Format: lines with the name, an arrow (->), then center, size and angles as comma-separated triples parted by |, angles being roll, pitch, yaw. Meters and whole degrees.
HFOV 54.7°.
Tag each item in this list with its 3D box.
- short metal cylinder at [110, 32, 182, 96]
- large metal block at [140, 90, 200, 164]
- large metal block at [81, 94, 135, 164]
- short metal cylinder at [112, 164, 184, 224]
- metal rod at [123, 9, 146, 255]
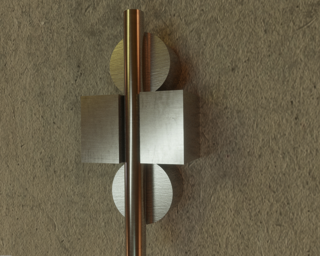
short metal cylinder -> -0.017, -0.078, 0.403 | 0.080, 0.050, 0.080 | 0, 89, 20
large metal block -> 0.015, -0.001, 0.375 | 0.050, 0.080, 0.080 | -1, 90, 20
large metal block -> -0.057, 0.001, 0.401 | 0.050, 0.080, 0.080 | -1, 90, 20
short metal cylinder -> -0.014, 0.078, 0.402 | 0.080, 0.050, 0.080 | 0, 89, 20
metal rod -> -0.030, 0.012, 0.367 | 0.025, 0.025, 0.298 | -1, 90, 20
